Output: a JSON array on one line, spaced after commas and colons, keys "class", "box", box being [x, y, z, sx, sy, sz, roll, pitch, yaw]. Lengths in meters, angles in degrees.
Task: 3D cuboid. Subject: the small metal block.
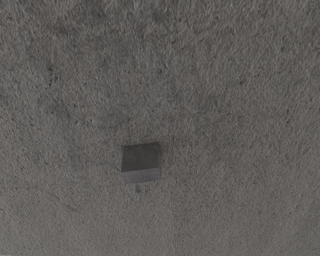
[{"class": "small metal block", "box": [-0.025, 0.048, 0.431, 0.050, 0.050, 0.025, -8, 130, 6]}]
